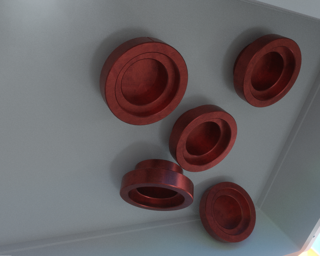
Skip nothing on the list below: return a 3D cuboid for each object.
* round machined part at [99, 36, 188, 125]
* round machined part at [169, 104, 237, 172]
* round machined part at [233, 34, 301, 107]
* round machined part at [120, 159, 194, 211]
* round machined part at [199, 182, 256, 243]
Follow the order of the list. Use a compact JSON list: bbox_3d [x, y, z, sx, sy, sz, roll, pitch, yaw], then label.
[{"bbox_3d":[-0.021,-0.055,0.353,0.099,0.042,0.097,-14,125,-21],"label":"round machined part"},{"bbox_3d":[0.056,0.010,0.437,0.099,0.042,0.097,-14,125,-21],"label":"round machined part"},{"bbox_3d":[0.141,-0.081,0.427,0.099,0.042,0.097,-14,125,-21],"label":"round machined part"},{"bbox_3d":[-0.003,0.077,0.425,0.099,0.042,0.098,4,146,3],"label":"round machined part"},{"bbox_3d":[0.109,0.144,0.526,0.099,0.098,0.042,-5,161,-26],"label":"round machined part"}]
